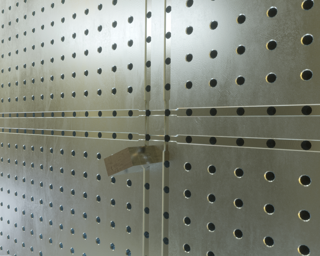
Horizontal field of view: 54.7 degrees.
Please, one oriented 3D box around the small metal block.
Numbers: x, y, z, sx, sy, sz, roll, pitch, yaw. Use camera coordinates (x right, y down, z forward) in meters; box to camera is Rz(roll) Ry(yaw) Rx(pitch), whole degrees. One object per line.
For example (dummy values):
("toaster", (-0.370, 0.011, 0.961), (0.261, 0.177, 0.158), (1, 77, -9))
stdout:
("small metal block", (-0.039, 0.045, 0.423), (0.050, 0.050, 0.025), (-27, 74, 36))
